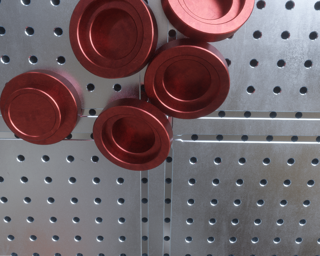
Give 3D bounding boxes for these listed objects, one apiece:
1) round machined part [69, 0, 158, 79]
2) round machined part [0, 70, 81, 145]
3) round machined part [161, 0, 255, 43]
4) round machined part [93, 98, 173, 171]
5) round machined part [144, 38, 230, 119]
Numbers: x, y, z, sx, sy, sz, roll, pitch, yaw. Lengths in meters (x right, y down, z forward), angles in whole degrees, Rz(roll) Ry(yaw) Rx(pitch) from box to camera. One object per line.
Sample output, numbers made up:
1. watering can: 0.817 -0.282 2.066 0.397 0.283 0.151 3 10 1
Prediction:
1. round machined part: -0.049 -0.106 0.356 0.098 0.042 0.097 3 102 14
2. round machined part: -0.155 -0.023 0.395 0.099 0.042 0.097 0 110 0
3. round machined part: 0.049 -0.140 0.339 0.099 0.042 0.098 2 82 -11
4. round machined part: -0.031 0.004 0.396 0.098 0.042 0.097 7 125 10
5. round machined part: 0.032 -0.062 0.371 0.098 0.042 0.097 4 129 5
